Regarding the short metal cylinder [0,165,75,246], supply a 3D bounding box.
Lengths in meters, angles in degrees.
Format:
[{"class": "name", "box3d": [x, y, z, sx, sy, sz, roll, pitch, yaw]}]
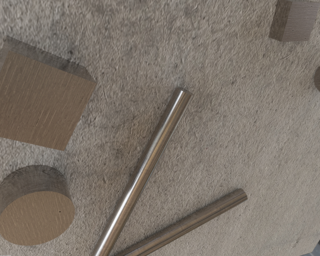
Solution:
[{"class": "short metal cylinder", "box3d": [-0.147, 0.091, 0.367, 0.081, 0.050, 0.079, -14, 124, -21]}]

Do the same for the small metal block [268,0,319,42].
[{"class": "small metal block", "box3d": [0.180, -0.145, 0.416, 0.050, 0.025, 0.050, -9, 122, -24]}]

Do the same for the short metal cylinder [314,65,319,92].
[{"class": "short metal cylinder", "box3d": [0.293, -0.073, 0.487, 0.050, 0.080, 0.080, 34, 99, -39]}]

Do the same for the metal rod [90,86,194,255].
[{"class": "metal rod", "box3d": [-0.033, 0.080, 0.438, 0.025, 0.025, 0.298, 15, 110, -35]}]

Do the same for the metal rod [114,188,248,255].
[{"class": "metal rod", "box3d": [0.018, 0.181, 0.528, 0.302, 0.025, 0.025, -24, 127, -14]}]

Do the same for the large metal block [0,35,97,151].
[{"class": "large metal block", "box3d": [-0.122, -0.032, 0.305, 0.081, 0.050, 0.080, 19, 109, -36]}]
